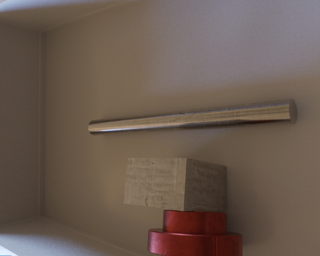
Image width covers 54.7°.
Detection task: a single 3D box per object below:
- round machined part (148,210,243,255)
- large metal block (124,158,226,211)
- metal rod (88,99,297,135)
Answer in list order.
[{"bbox_3d":[0.037,0.110,0.329,0.098,0.099,0.042,-10,71,39],"label":"round machined part"},{"bbox_3d":[0.019,0.063,0.349,0.080,0.080,0.050,-5,76,39],"label":"large metal block"},{"bbox_3d":[0.013,-0.008,0.394,0.300,0.025,0.025,-4,88,39],"label":"metal rod"}]
